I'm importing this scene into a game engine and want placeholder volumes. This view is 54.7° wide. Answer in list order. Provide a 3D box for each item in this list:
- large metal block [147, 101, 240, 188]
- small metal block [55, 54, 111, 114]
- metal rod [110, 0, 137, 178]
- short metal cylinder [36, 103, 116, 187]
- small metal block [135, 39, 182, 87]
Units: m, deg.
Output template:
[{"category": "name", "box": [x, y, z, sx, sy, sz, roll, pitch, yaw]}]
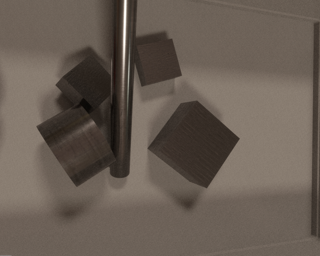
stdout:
[{"category": "large metal block", "box": [0.045, 0.021, 0.415, 0.080, 0.050, 0.080, 40, 77, -16]}, {"category": "small metal block", "box": [-0.085, -0.051, 0.370, 0.050, 0.025, 0.050, 48, 52, -14]}, {"category": "metal rod", "box": [-0.039, -0.076, 0.327, 0.025, 0.025, 0.298, -6, 119, -20]}, {"category": "short metal cylinder", "box": [-0.093, 0.019, 0.348, 0.050, 0.080, 0.080, -33, 101, -17]}, {"category": "small metal block", "box": [-0.004, -0.086, 0.410, 0.050, 0.025, 0.050, -18, 96, -20]}]
